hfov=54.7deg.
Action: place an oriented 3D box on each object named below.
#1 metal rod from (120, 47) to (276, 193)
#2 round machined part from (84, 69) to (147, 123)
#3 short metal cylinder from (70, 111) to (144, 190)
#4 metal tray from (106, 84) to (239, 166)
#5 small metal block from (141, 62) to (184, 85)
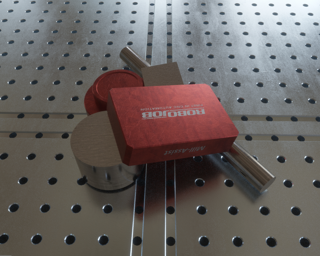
[{"bbox_3d":[0.034,-0.029,0.427,0.025,0.025,0.300,-29,56,-22],"label":"metal rod"},{"bbox_3d":[-0.055,-0.044,0.426,0.099,0.042,0.098,-1,50,1],"label":"round machined part"},{"bbox_3d":[-0.059,0.025,0.364,0.081,0.050,0.080,0,50,0],"label":"short metal cylinder"},{"bbox_3d":[0.013,-0.009,0.357,0.131,0.030,0.090,-6,49,-22],"label":"metal tray"},{"bbox_3d":[0.004,-0.061,0.423,0.050,0.025,0.050,-11,53,-3],"label":"small metal block"}]
